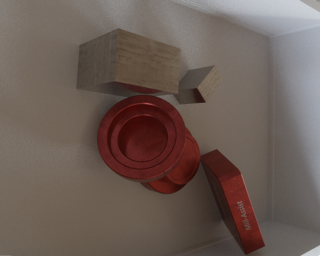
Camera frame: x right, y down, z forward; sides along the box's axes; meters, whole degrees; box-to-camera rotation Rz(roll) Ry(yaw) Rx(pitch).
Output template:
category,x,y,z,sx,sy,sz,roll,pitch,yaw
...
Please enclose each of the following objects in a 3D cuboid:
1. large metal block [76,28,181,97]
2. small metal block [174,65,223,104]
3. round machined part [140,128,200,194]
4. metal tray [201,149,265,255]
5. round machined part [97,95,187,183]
category,x,y,z,sx,sy,sz,roll,pitch,yaw
large metal block,-0.035,-0.065,0.343,0.081,0.080,0.050,6,87,-40
small metal block,0.052,-0.060,0.437,0.050,0.050,0.025,-51,121,-28
round machined part,0.016,0.039,0.411,0.099,0.042,0.097,0,90,-40
metal tray,0.103,0.105,0.452,0.030,0.090,0.129,-23,108,-3
round machined part,-0.019,0.015,0.359,0.042,0.098,0.098,78,31,-70
